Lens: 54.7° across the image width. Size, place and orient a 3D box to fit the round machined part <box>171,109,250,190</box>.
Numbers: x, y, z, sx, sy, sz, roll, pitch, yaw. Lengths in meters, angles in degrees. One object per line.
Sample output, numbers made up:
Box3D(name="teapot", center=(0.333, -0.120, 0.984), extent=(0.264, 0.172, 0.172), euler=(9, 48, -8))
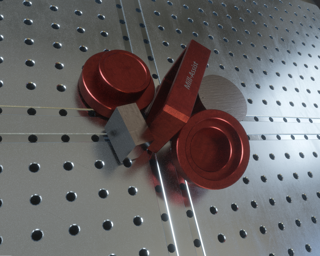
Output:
Box3D(name="round machined part", center=(0.060, 0.028, 0.393), extent=(0.099, 0.042, 0.097), euler=(2, 82, -18))

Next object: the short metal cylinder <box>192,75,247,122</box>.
Box3D(name="short metal cylinder", center=(0.077, -0.030, 0.447), extent=(0.081, 0.050, 0.080), euler=(14, 56, -21))

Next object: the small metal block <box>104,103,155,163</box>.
Box3D(name="small metal block", center=(-0.037, 0.006, 0.363), extent=(0.025, 0.050, 0.050), euler=(-16, 71, -35))

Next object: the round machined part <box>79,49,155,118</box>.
Box3D(name="round machined part", center=(-0.051, -0.062, 0.402), extent=(0.099, 0.042, 0.098), euler=(14, 56, -21))

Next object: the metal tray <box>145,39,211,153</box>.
Box3D(name="metal tray", center=(0.018, -0.041, 0.396), extent=(0.030, 0.090, 0.130), euler=(29, 52, -10))
